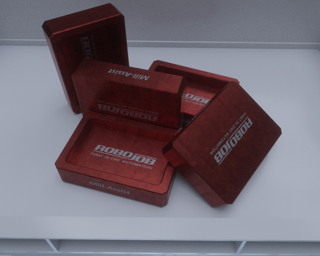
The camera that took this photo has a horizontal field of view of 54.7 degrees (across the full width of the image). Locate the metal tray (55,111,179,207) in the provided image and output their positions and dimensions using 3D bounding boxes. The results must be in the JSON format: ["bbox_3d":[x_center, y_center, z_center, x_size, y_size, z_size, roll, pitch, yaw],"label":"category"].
[{"bbox_3d":[-0.044,0.033,0.370,0.131,0.030,0.090,12,51,10],"label":"metal tray"}]

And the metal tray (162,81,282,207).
[{"bbox_3d":[0.076,0.015,0.362,0.090,0.030,0.131,47,60,-1],"label":"metal tray"}]

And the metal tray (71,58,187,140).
[{"bbox_3d":[-0.036,-0.032,0.386,0.131,0.089,0.030,12,51,9],"label":"metal tray"}]

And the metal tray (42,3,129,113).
[{"bbox_3d":[-0.088,-0.086,0.405,0.091,0.129,0.030,-24,55,-19],"label":"metal tray"}]

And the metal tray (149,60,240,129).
[{"bbox_3d":[0.037,-0.045,0.438,0.130,0.030,0.090,16,52,13],"label":"metal tray"}]
